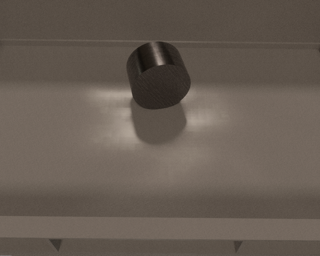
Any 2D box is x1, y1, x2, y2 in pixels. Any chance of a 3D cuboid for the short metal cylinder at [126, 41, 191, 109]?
[{"bbox_3d":[-0.003,-0.072,0.430,0.081,0.080,0.050,-9,51,-8],"label":"short metal cylinder"}]
